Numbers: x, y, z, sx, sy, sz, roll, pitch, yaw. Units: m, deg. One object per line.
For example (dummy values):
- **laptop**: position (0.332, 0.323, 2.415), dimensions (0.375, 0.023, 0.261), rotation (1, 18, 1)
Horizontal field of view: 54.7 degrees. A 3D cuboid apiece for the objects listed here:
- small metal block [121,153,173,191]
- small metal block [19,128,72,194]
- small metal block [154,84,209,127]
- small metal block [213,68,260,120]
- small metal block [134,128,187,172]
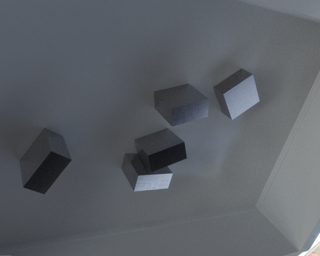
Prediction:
- **small metal block**: position (-0.019, 0.058, 0.420), dimensions (0.050, 0.050, 0.025), rotation (1, 118, -29)
- **small metal block**: position (-0.129, 0.036, 0.345), dimensions (0.025, 0.050, 0.050), rotation (34, 99, -39)
- **small metal block**: position (0.026, -0.030, 0.390), dimensions (0.050, 0.050, 0.025), rotation (-16, 125, -20)
- **small metal block**: position (0.109, -0.048, 0.441), dimensions (0.050, 0.025, 0.050), rotation (-34, 129, -6)
- **small metal block**: position (0.000, 0.028, 0.409), dimensions (0.050, 0.050, 0.025), rotation (-19, 118, -18)
